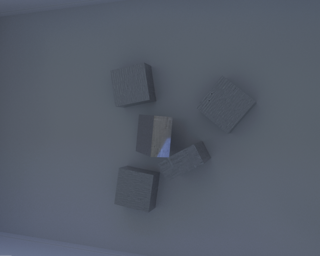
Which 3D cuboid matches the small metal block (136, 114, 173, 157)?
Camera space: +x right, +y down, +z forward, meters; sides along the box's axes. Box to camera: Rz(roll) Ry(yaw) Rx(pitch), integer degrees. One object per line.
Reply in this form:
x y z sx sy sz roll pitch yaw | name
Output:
-0.008 0.009 0.398 0.025 0.050 0.050 4 92 -25 | small metal block

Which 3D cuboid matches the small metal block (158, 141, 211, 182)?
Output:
0.032 0.040 0.385 0.050 0.050 0.025 -29 83 17 | small metal block

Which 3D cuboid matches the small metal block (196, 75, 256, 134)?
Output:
0.082 -0.028 0.381 0.050 0.025 0.050 42 103 15 | small metal block

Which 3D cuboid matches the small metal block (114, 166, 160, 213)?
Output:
-0.031 0.082 0.420 0.050 0.025 0.050 9 93 19 | small metal block

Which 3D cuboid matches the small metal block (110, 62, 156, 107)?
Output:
-0.036 -0.057 0.422 0.050 0.025 0.050 -9 87 19 | small metal block
